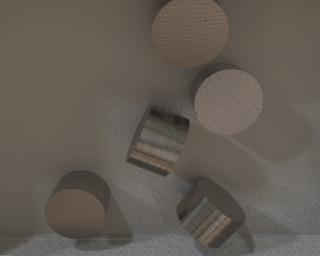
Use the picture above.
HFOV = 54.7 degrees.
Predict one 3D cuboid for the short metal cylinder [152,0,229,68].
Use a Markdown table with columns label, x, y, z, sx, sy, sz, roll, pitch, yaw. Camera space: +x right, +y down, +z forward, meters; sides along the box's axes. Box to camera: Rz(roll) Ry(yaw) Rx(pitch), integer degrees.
| label | x | y | z | sx | sy | sz | roll | pitch | yaw |
| --- | --- | --- | --- | --- | --- | --- | --- | --- | --- |
| short metal cylinder | 0.031 | -0.114 | 0.343 | 0.081 | 0.050 | 0.079 | -1 | 131 | -1 |

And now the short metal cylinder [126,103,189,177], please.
| label | x | y | z | sx | sy | sz | roll | pitch | yaw |
| --- | --- | --- | --- | --- | --- | --- | --- | --- | --- |
| short metal cylinder | -0.004 | 0.015 | 0.387 | 0.050 | 0.080 | 0.079 | 23 | 108 | -9 |

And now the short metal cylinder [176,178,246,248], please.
| label | x | y | z | sx | sy | sz | roll | pitch | yaw |
| --- | --- | --- | --- | --- | --- | --- | --- | --- | --- |
| short metal cylinder | 0.070 | 0.116 | 0.426 | 0.080 | 0.080 | 0.050 | 34 | 106 | -12 |

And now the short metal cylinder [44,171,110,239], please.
| label | x | y | z | sx | sy | sz | roll | pitch | yaw |
| --- | --- | --- | --- | --- | --- | --- | --- | --- | --- |
| short metal cylinder | -0.114 | 0.107 | 0.436 | 0.081 | 0.050 | 0.079 | 0 | 110 | -1 |

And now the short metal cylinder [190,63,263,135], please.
| label | x | y | z | sx | sy | sz | roll | pitch | yaw |
| --- | --- | --- | --- | --- | --- | --- | --- | --- | --- |
| short metal cylinder | 0.080 | -0.038 | 0.385 | 0.081 | 0.050 | 0.079 | 0 | 110 | -1 |
